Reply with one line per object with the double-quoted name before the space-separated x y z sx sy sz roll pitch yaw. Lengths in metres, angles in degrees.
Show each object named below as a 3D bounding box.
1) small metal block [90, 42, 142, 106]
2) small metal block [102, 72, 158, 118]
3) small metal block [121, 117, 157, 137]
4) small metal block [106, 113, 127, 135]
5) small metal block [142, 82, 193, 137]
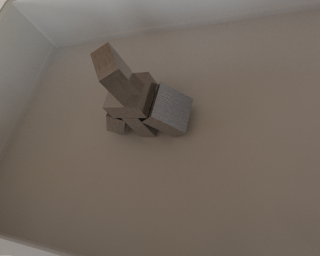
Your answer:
"small metal block" -0.050 -0.061 0.354 0.025 0.050 0.050 -31 51 9
"small metal block" -0.036 -0.040 0.382 0.050 0.025 0.050 1 62 28
"small metal block" -0.021 -0.022 0.412 0.025 0.050 0.050 1 62 29
"small metal block" -0.054 -0.024 0.427 0.025 0.050 0.050 16 66 -2
"small metal block" 0.010 -0.023 0.393 0.025 0.050 0.050 -28 42 56
